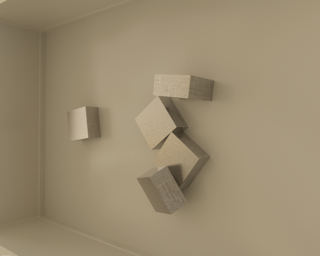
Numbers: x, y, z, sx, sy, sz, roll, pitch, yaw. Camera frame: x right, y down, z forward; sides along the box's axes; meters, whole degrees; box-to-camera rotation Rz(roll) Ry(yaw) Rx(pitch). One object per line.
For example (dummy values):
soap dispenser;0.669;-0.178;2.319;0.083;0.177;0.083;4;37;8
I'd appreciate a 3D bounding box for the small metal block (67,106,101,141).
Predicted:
small metal block;-0.125;-0.006;0.507;0.050;0.025;0.050;-10;83;39

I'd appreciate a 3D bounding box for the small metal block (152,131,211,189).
small metal block;0.026;0.039;0.384;0.050;0.025;0.050;45;117;30

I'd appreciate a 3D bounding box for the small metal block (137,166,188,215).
small metal block;0.001;0.076;0.381;0.050;0.025;0.050;61;156;-1

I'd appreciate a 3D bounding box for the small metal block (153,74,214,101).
small metal block;0.028;-0.047;0.366;0.050;0.050;0.025;10;96;39

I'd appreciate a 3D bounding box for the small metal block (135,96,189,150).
small metal block;0.001;-0.006;0.404;0.050;0.025;0.050;-43;64;30
